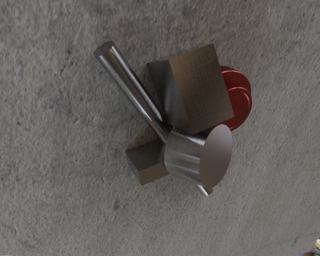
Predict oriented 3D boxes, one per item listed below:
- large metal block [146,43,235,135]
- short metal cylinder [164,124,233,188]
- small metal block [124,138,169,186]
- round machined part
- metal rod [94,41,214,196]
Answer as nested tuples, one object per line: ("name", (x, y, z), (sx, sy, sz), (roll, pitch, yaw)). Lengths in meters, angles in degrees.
("large metal block", (0.032, -0.045, 0.350), (0.050, 0.080, 0.080), (-23, 105, -13))
("short metal cylinder", (0.050, 0.030, 0.392), (0.081, 0.050, 0.079), (-19, 115, -48))
("small metal block", (-0.013, 0.044, 0.414), (0.050, 0.050, 0.025), (-20, 126, -18))
("round machined part", (0.086, -0.032, 0.426), (0.099, 0.042, 0.097), (-14, 125, -21))
("metal rod", (0.010, 0.009, 0.421), (0.025, 0.025, 0.300), (-39, 130, -3))
